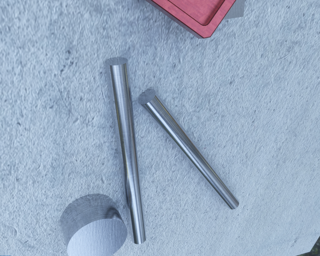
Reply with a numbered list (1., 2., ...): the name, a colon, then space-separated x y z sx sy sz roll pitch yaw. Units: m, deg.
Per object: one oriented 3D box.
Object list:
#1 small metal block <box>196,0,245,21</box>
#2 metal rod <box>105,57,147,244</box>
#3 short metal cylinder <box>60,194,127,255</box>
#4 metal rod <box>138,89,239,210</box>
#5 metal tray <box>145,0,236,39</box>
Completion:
1. small metal block: 0.070 -0.152 0.353 0.050 0.025 0.050 -15 125 -20
2. metal rod: -0.041 0.052 0.418 0.025 0.025 0.298 -16 125 -20
3. short metal cylinder: -0.092 0.138 0.427 0.081 0.050 0.079 -14 125 -21
4. metal rod: 0.059 0.050 0.471 0.025 0.025 0.300 -41 130 -1
5. metal tray: 0.046 -0.166 0.303 0.090 0.030 0.129 33 101 -12
